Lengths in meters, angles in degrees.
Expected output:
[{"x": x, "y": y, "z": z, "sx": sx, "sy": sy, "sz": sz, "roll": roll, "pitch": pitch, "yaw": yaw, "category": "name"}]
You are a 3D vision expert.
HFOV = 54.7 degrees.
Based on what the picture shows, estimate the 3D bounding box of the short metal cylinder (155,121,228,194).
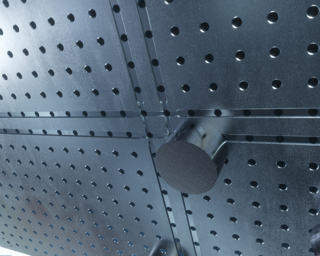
[{"x": 0.041, "y": 0.038, "z": 0.397, "sx": 0.080, "sy": 0.050, "sz": 0.079, "roll": 13, "pitch": 124, "yaw": 21, "category": "short metal cylinder"}]

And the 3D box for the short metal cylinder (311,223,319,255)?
[{"x": 0.219, "y": 0.133, "z": 0.343, "sx": 0.080, "sy": 0.080, "sz": 0.050, "roll": 36, "pitch": 129, "yaw": 4, "category": "short metal cylinder"}]
